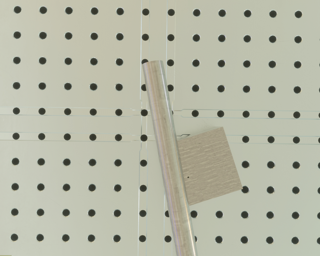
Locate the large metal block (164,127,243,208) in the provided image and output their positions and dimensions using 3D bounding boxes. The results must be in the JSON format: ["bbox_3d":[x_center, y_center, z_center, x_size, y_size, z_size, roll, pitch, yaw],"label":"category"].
[{"bbox_3d":[0.051,0.048,0.401,0.080,0.050,0.080,-18,90,0],"label":"large metal block"}]

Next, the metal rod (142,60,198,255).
[{"bbox_3d":[0.018,0.071,0.363,0.025,0.025,0.298,-10,90,0],"label":"metal rod"}]
